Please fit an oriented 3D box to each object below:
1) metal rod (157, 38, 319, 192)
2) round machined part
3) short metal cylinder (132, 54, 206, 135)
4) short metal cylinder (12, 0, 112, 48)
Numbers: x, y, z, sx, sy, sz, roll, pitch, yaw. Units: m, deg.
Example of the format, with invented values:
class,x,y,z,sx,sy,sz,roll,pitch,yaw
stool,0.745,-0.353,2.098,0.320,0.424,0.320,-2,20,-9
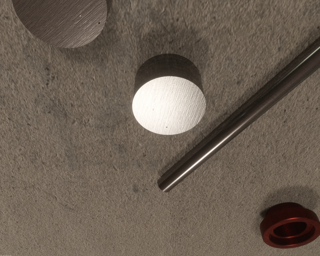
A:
class,x,y,z,sx,sy,sz,roll,pitch,yaw
metal rod,0.096,-0.002,0.407,0.025,0.025,0.299,30,124,-23
round machined part,0.225,0.167,0.542,0.099,0.042,0.097,-1,130,0
short metal cylinder,0.010,-0.038,0.358,0.081,0.050,0.079,0,130,0
short metal cylinder,-0.086,-0.122,0.286,0.081,0.050,0.079,0,130,0
